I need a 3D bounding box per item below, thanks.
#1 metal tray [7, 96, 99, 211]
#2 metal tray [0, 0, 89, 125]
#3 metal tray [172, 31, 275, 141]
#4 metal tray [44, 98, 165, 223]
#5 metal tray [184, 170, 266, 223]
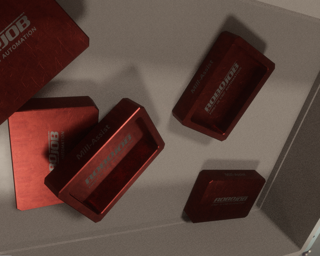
[{"bbox_3d":[-0.122,0.030,0.358,0.091,0.030,0.129,-6,121,-26],"label":"metal tray"},{"bbox_3d":[-0.139,-0.066,0.269,0.130,0.030,0.090,-42,109,0],"label":"metal tray"},{"bbox_3d":[0.087,-0.052,0.422,0.091,0.030,0.129,22,107,-37],"label":"metal tray"},{"bbox_3d":[-0.057,0.039,0.365,0.130,0.030,0.090,-48,144,-16],"label":"metal tray"},{"bbox_3d":[0.115,0.118,0.544,0.131,0.030,0.089,5,116,-31],"label":"metal tray"}]
